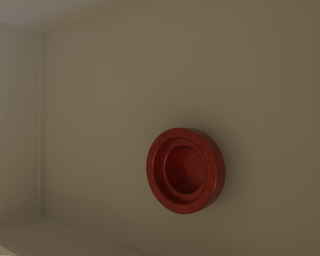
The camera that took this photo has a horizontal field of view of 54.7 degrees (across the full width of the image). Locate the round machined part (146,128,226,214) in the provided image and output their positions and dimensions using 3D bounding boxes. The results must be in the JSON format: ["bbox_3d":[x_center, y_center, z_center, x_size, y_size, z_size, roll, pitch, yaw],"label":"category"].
[{"bbox_3d":[0.034,0.048,0.366,0.098,0.042,0.097,0,90,39],"label":"round machined part"}]
